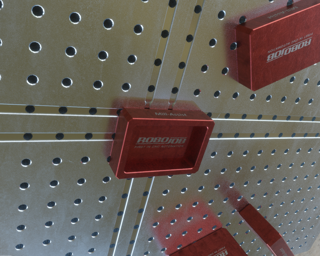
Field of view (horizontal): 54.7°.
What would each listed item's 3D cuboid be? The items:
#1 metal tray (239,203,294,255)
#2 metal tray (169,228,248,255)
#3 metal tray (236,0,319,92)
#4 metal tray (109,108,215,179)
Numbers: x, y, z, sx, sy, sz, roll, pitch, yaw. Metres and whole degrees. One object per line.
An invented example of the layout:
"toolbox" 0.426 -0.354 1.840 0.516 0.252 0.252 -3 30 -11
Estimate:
"metal tray" 0.217 0.217 0.625 0.030 0.090 0.130 -40 130 -1
"metal tray" 0.093 0.255 0.580 0.131 0.090 0.030 -22 127 -16
"metal tray" 0.170 -0.116 0.431 0.131 0.030 0.089 -24 128 -14
"metal tray" 0.004 0.021 0.424 0.131 0.030 0.089 1 118 -29
